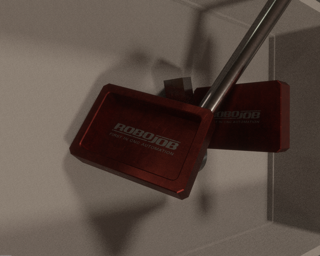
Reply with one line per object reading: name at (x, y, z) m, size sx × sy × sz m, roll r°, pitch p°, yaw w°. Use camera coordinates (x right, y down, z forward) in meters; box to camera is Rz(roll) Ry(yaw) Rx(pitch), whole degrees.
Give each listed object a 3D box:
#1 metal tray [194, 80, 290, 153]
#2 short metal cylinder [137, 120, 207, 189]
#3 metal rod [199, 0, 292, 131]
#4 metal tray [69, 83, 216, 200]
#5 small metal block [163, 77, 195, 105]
metal tray at (0.109, -0.015, 0.430) m, size 0.030 × 0.130 × 0.089 m, roll 0°, pitch 90°, yaw -48°
short metal cylinder at (0.011, 0.029, 0.382) m, size 0.050 × 0.080 × 0.079 m, roll -22°, pitch 104°, yaw -38°
metal rod at (0.104, -0.088, 0.406) m, size 0.025 × 0.025 × 0.299 m, roll 26°, pitch 101°, yaw -38°
metal tray at (-0.018, 0.010, 0.327) m, size 0.090 × 0.130 × 0.030 m, roll -66°, pitch 158°, yaw -19°
small metal block at (0.028, -0.042, 0.417) m, size 0.050 × 0.025 × 0.050 m, roll -30°, pitch 113°, yaw -70°
